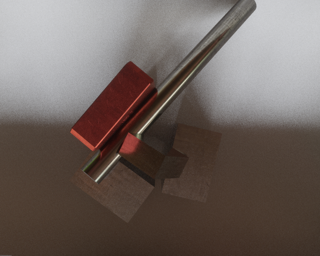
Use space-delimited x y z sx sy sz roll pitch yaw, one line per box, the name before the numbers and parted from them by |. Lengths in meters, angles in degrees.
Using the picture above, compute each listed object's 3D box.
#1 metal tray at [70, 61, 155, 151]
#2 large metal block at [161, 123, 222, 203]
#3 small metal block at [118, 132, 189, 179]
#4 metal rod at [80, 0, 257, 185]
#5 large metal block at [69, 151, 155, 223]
metal tray | -0.045 -0.022 0.357 0.030 0.130 0.090 40 91 0
large metal block | 0.035 0.039 0.384 0.050 0.080 0.080 14 90 0
small metal block | -0.006 0.029 0.323 0.050 0.050 0.025 30 99 31
metal rod | 0.022 -0.057 0.365 0.025 0.025 0.301 42 72 0
large metal block | -0.053 0.062 0.383 0.080 0.080 0.050 36 90 -1
